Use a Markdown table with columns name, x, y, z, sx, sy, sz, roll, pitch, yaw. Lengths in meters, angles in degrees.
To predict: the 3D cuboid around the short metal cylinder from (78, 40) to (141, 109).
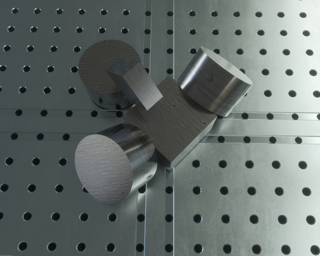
| name | x | y | z | sx | sy | sz | roll | pitch | yaw |
| --- | --- | --- | --- | --- | --- | --- | --- | --- | --- |
| short metal cylinder | -0.064 | -0.072 | 0.421 | 0.081 | 0.050 | 0.080 | 0 | 70 | 0 |

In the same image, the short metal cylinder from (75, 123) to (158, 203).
| name | x | y | z | sx | sy | sz | roll | pitch | yaw |
| --- | --- | --- | --- | --- | --- | --- | --- | --- | --- |
| short metal cylinder | -0.050 | 0.039 | 0.358 | 0.080 | 0.050 | 0.079 | 9 | 108 | 28 |

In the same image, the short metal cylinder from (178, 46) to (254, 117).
| name | x | y | z | sx | sy | sz | roll | pitch | yaw |
| --- | --- | --- | --- | --- | --- | --- | --- | --- | --- |
| short metal cylinder | 0.070 | -0.059 | 0.393 | 0.080 | 0.080 | 0.050 | 41 | 114 | 13 |

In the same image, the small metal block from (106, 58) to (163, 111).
| name | x | y | z | sx | sy | sz | roll | pitch | yaw |
| --- | --- | --- | --- | --- | --- | --- | --- | --- | --- |
| small metal block | -0.030 | -0.052 | 0.361 | 0.025 | 0.050 | 0.050 | -43 | 32 | -12 |

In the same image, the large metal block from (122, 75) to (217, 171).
| name | x | y | z | sx | sy | sz | roll | pitch | yaw |
| --- | --- | --- | --- | --- | --- | --- | --- | --- | --- |
| large metal block | 0.012 | -0.005 | 0.394 | 0.080 | 0.050 | 0.080 | 43 | 75 | 14 |
